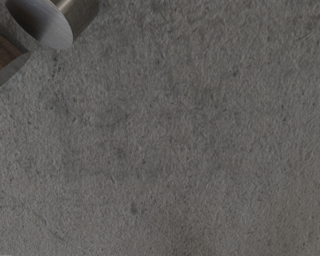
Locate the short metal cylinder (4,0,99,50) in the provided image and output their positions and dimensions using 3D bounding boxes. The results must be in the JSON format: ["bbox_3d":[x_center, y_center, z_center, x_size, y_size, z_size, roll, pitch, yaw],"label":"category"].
[{"bbox_3d":[-0.112,-0.130,0.324,0.080,0.080,0.050,35,62,-13],"label":"short metal cylinder"}]

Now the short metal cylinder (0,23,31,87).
[{"bbox_3d":[-0.195,-0.077,0.349,0.080,0.080,0.050,-40,106,13],"label":"short metal cylinder"}]
